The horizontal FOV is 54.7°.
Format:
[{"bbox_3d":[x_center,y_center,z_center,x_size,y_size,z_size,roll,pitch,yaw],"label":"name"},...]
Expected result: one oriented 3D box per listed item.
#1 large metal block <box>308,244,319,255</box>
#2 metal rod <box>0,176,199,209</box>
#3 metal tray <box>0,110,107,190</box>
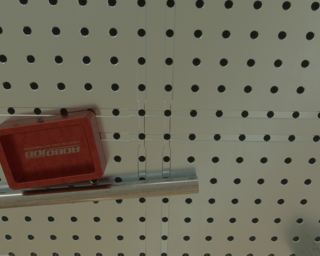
[{"bbox_3d":[0.280,0.239,0.476,0.080,0.080,0.050,25,108,-10],"label":"large metal block"},{"bbox_3d":[-0.096,0.093,0.446,0.302,0.025,0.025,-5,110,1],"label":"metal rod"},{"bbox_3d":[-0.147,0.031,0.419,0.131,0.030,0.089,-8,110,2],"label":"metal tray"}]
